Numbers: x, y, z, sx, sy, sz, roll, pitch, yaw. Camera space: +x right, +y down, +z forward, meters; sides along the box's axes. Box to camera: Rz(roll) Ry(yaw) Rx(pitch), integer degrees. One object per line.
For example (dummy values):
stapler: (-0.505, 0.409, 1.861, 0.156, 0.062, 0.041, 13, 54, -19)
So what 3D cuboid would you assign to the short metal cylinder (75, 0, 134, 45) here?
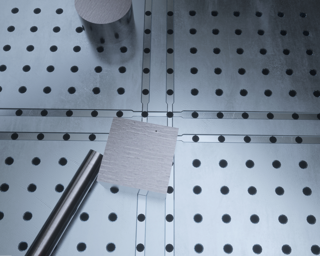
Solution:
short metal cylinder: (-0.080, -0.171, 0.460, 0.081, 0.050, 0.080, 0, 70, 0)

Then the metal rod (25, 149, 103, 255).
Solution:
metal rod: (-0.148, 0.159, 0.352, 0.025, 0.025, 0.300, 26, 72, 9)

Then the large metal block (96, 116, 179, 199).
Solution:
large metal block: (-0.025, 0.038, 0.384, 0.080, 0.050, 0.080, 10, 70, 3)
